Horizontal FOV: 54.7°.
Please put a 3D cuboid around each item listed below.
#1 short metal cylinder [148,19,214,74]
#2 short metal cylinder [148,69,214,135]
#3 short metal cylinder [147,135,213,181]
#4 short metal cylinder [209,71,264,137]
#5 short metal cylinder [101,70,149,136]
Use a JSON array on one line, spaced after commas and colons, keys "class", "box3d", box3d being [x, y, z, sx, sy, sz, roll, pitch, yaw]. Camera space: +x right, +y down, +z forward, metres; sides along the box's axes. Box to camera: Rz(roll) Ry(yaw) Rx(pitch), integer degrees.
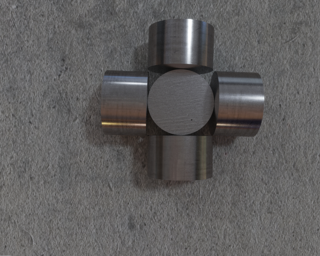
[{"class": "short metal cylinder", "box3d": [0.026, -0.097, 0.383, 0.081, 0.080, 0.050, 2, 91, -1]}, {"class": "short metal cylinder", "box3d": [0.025, -0.031, 0.399, 0.081, 0.050, 0.079, 0, 90, -1]}, {"class": "short metal cylinder", "box3d": [0.025, 0.034, 0.384, 0.081, 0.080, 0.050, 0, 90, -1]}, {"class": "short metal cylinder", "box3d": [0.091, -0.030, 0.385, 0.050, 0.080, 0.079, 2, 90, 0]}, {"class": "short metal cylinder", "box3d": [-0.040, -0.030, 0.383, 0.050, 0.080, 0.079, 2, 90, 0]}]
